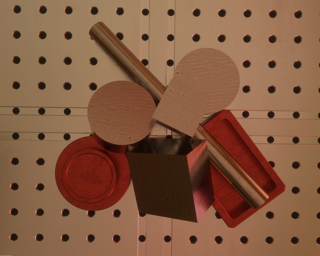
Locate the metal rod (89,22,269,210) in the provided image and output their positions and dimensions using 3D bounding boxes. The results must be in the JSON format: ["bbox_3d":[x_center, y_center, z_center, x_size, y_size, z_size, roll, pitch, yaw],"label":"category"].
[{"bbox_3d":[0.017,-0.022,0.385,0.025,0.025,0.300,-43,81,0],"label":"metal rod"}]

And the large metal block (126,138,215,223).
[{"bbox_3d":[0.014,0.059,0.371,0.080,0.050,0.079,-1,107,33],"label":"large metal block"}]

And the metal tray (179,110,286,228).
[{"bbox_3d":[0.088,0.052,0.408,0.090,0.030,0.130,-36,90,0],"label":"metal tray"}]

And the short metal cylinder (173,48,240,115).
[{"bbox_3d":[0.056,-0.057,0.398,0.081,0.050,0.079,0,90,0],"label":"short metal cylinder"}]

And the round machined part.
[{"bbox_3d":[-0.087,0.059,0.400,0.099,0.042,0.097,0,90,0],"label":"round machined part"}]

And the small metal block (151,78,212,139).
[{"bbox_3d":[0.024,-0.021,0.357,0.050,0.025,0.050,26,82,0],"label":"small metal block"}]

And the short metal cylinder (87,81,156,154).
[{"bbox_3d":[-0.047,-0.012,0.386,0.081,0.050,0.080,2,73,-8],"label":"short metal cylinder"}]
